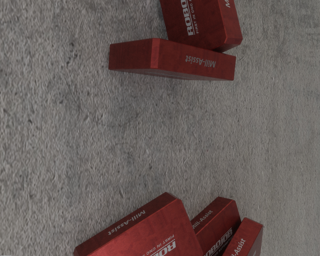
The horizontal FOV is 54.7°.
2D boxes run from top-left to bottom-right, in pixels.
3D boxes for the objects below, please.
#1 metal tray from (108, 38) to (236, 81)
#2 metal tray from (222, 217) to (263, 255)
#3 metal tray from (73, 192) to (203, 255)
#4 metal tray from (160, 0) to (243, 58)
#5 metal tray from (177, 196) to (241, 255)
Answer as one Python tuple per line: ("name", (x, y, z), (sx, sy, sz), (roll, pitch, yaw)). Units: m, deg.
("metal tray", (0.016, -0.078, 0.373), (0.131, 0.090, 0.030), (0, 98, -40))
("metal tray", (0.116, 0.213, 0.471), (0.131, 0.030, 0.089), (-44, 139, -36))
("metal tray", (-0.021, 0.146, 0.361), (0.131, 0.030, 0.090), (-28, 107, -21))
("metal tray", (0.044, -0.151, 0.384), (0.030, 0.090, 0.129), (-10, 87, -40))
("metal tray", (0.074, 0.175, 0.464), (0.131, 0.030, 0.090), (-30, 109, -36))
